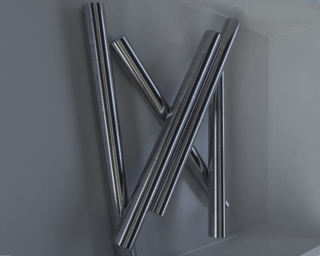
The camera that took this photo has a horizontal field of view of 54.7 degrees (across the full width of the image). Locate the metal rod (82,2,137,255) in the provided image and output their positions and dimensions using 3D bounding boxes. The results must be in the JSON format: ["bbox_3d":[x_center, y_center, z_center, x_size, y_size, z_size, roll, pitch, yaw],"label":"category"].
[{"bbox_3d":[-0.057,0.011,0.360,0.025,0.025,0.298,-12,98,-40],"label":"metal rod"}]

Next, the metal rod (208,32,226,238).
[{"bbox_3d":[0.083,0.003,0.455,0.025,0.025,0.298,11,76,-40],"label":"metal rod"}]

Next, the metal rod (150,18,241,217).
[{"bbox_3d":[0.052,-0.028,0.418,0.025,0.025,0.300,38,67,-34],"label":"metal rod"}]

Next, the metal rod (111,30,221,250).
[{"bbox_3d":[0.016,0.000,0.388,0.025,0.025,0.300,38,67,-34],"label":"metal rod"}]

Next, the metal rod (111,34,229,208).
[{"bbox_3d":[0.024,0.009,0.428,0.025,0.025,0.299,-49,119,-29],"label":"metal rod"}]
